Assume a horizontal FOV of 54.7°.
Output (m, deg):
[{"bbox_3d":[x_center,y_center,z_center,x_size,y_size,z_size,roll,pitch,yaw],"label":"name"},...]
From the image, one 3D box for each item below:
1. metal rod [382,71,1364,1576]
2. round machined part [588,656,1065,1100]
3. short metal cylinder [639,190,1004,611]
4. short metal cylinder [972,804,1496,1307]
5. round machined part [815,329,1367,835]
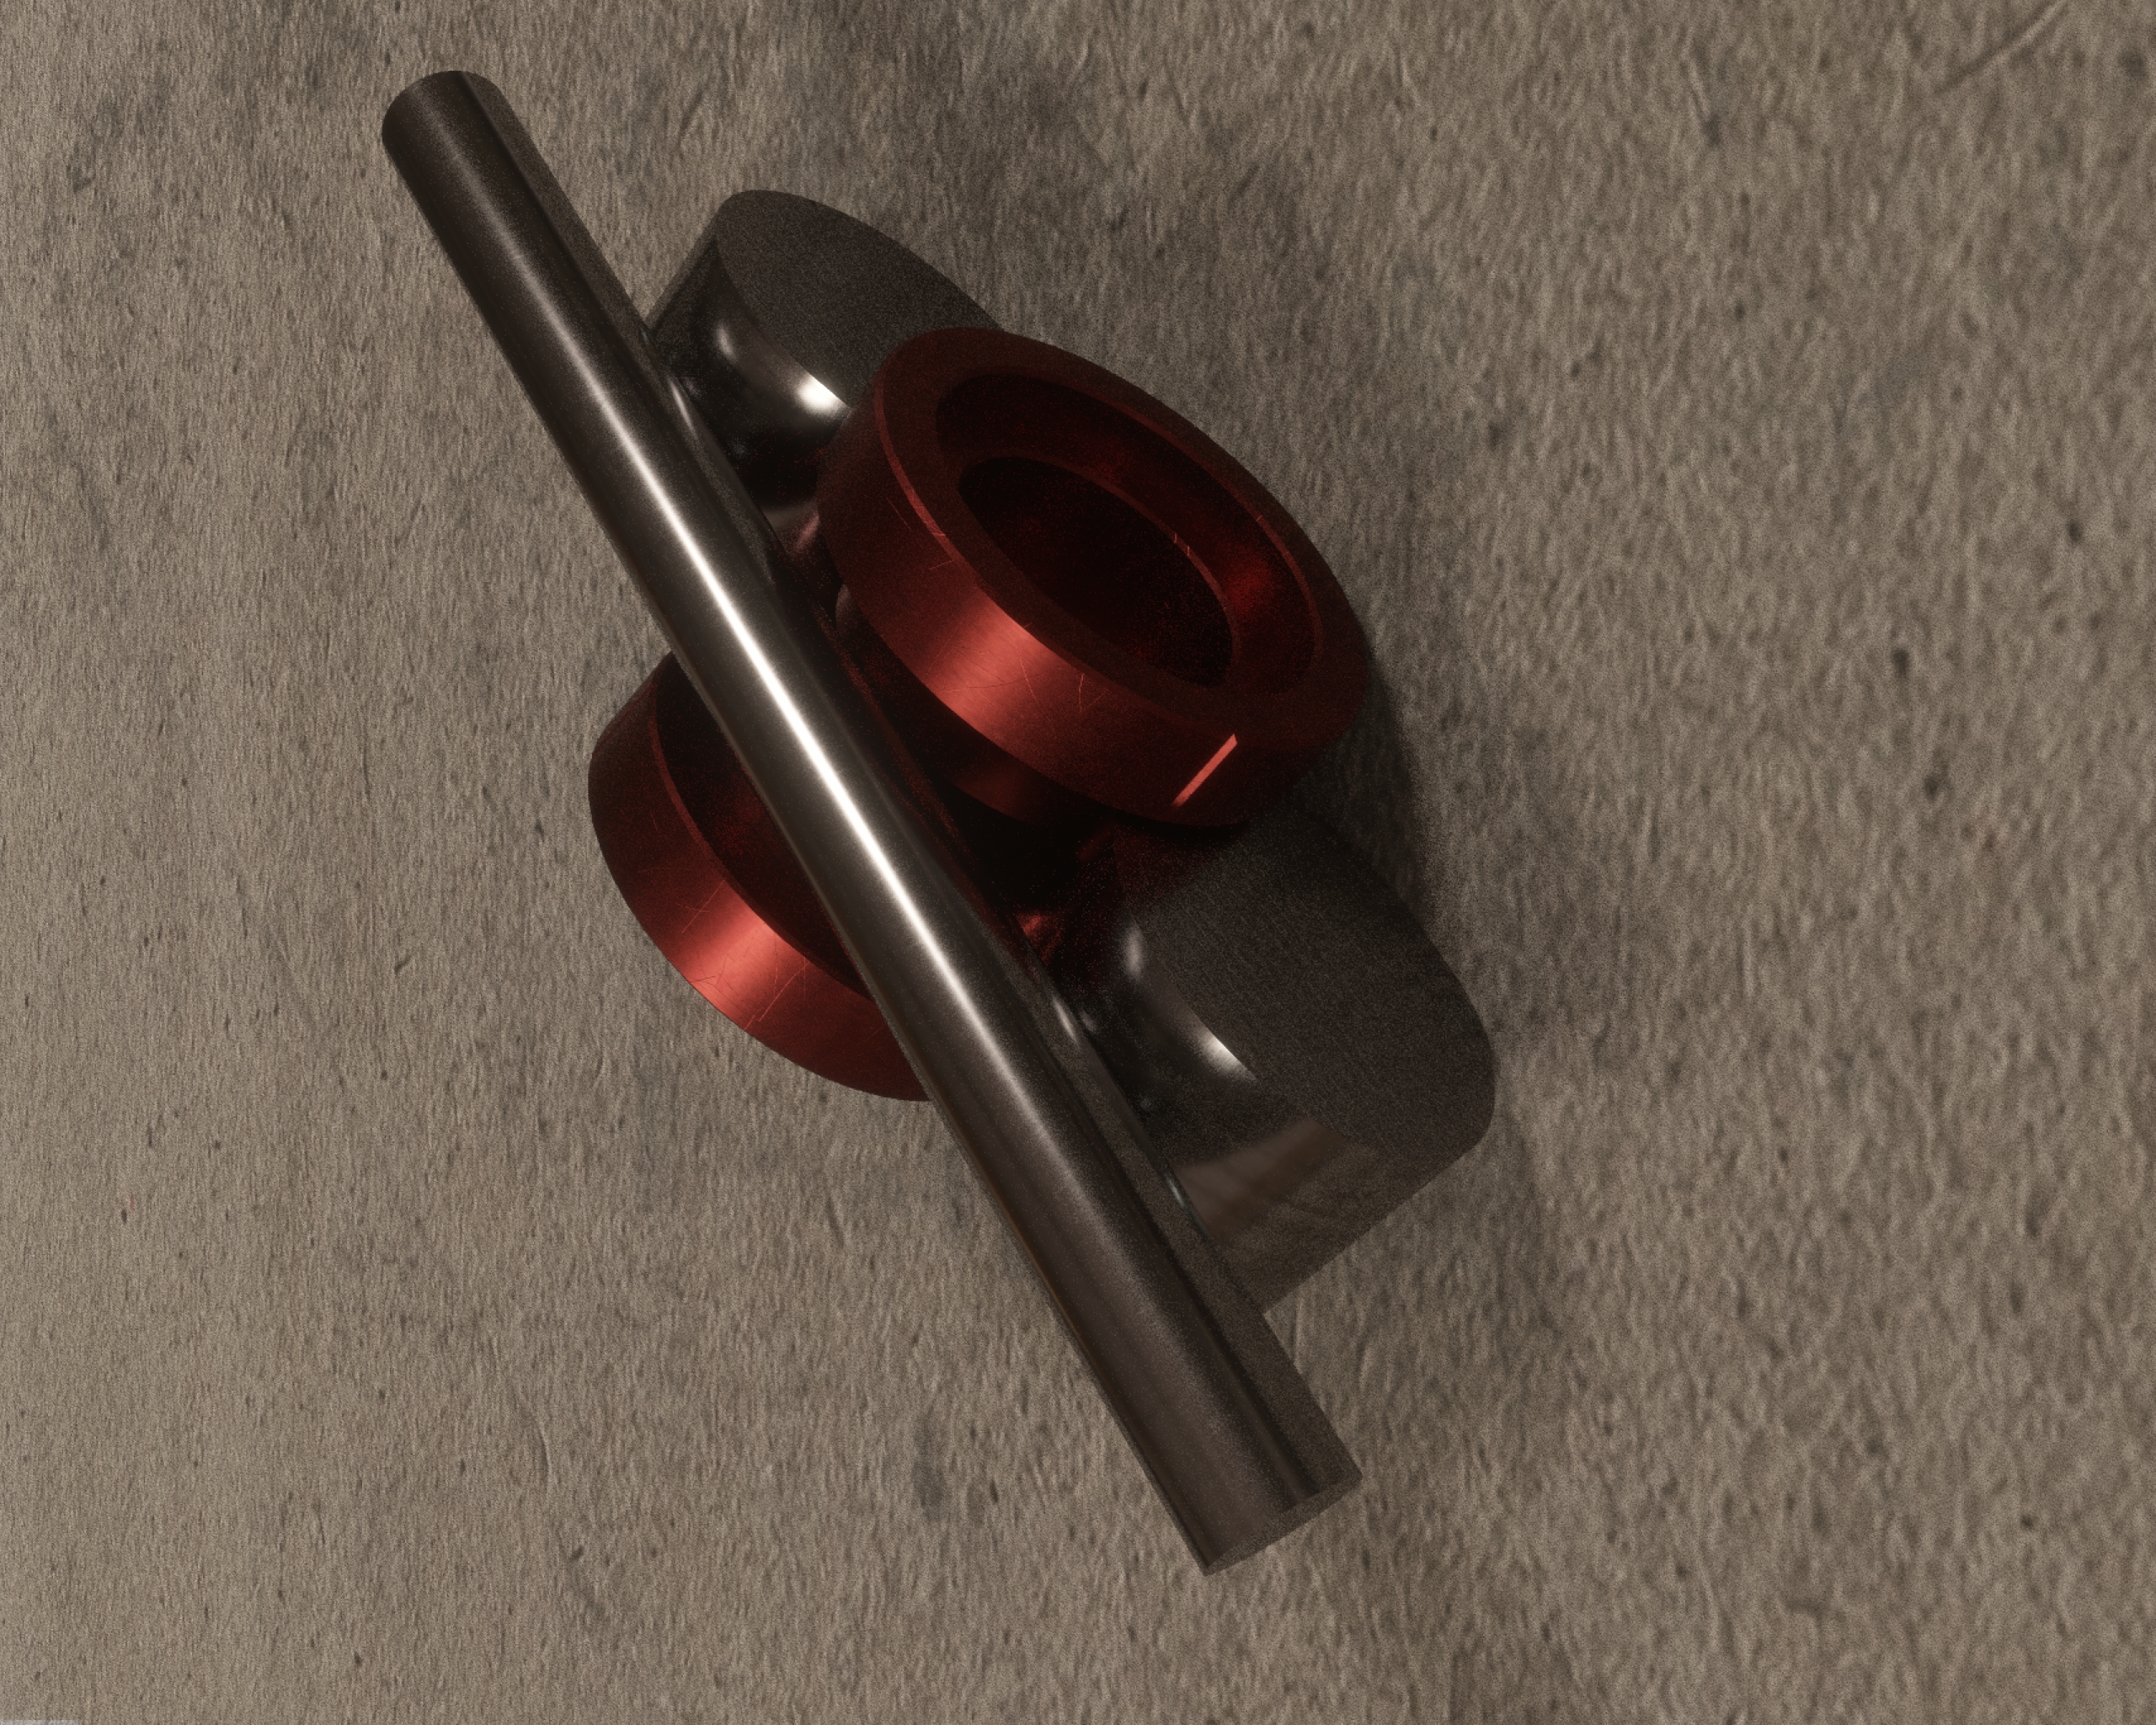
[{"bbox_3d":[-0.047,-0.026,0.339,0.025,0.025,0.299,-47,62,29],"label":"metal rod"},{"bbox_3d":[-0.037,-0.008,0.385,0.042,0.099,0.098,-45,64,26],"label":"round machined part"},{"bbox_3d":[-0.049,-0.085,0.408,0.050,0.081,0.080,-46,63,30],"label":"short metal cylinder"},{"bbox_3d":[0.023,0.030,0.350,0.050,0.081,0.080,-46,63,30],"label":"short metal cylinder"},{"bbox_3d":[-0.002,-0.043,0.359,0.042,0.099,0.098,-49,61,34],"label":"round machined part"}]
